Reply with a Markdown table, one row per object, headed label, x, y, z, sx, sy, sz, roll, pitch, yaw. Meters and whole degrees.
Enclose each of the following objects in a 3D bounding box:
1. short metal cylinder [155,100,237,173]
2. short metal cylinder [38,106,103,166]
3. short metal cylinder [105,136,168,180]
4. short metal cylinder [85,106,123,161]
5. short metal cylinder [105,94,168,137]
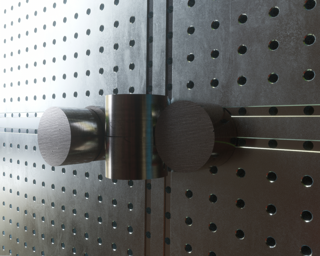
| label | x | y | z | sx | sy | sz | roll | pitch | yaw |
| --- | --- | --- | --- | --- | --- | --- | --- | --- | --- |
| short metal cylinder | 0.041 | 0.009 | 0.359 | 0.080 | 0.050 | 0.079 | 0 | 90 | 39 |
| short metal cylinder | -0.125 | 0.011 | 0.429 | 0.080 | 0.050 | 0.079 | 0 | 90 | 40 |
| short metal cylinder | -0.030 | 0.036 | 0.398 | 0.080 | 0.081 | 0.050 | -1 | 89 | 40 |
| short metal cylinder | -0.082 | 0.008 | 0.461 | 0.080 | 0.050 | 0.079 | 0 | 90 | 39 |
| short metal cylinder | -0.030 | -0.016 | 0.399 | 0.080 | 0.081 | 0.050 | 1 | 92 | 40 |
